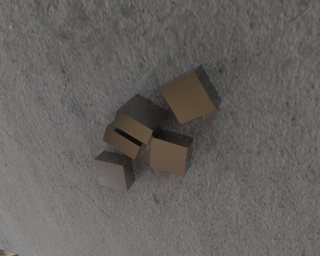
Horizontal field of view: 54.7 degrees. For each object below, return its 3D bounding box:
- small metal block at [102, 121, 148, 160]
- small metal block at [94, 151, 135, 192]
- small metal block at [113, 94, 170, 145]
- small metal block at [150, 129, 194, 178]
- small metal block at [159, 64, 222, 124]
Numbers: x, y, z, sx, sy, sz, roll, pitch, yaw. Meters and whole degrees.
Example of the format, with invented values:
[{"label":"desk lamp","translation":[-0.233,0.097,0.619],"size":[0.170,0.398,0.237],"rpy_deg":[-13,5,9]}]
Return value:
[{"label":"small metal block","translation":[-0.040,0.008,0.415],"size":[0.050,0.050,0.025],"rpy_deg":[31,128,8]},{"label":"small metal block","translation":[-0.070,0.067,0.483],"size":[0.050,0.025,0.050],"rpy_deg":[9,123,23]},{"label":"small metal block","translation":[-0.023,-0.012,0.394],"size":[0.050,0.050,0.025],"rpy_deg":[30,128,8]},{"label":"small metal block","translation":[0.015,0.033,0.418],"size":[0.050,0.025,0.050],"rpy_deg":[16,125,18]},{"label":"small metal block","translation":[0.036,-0.039,0.363],"size":[0.050,0.025,0.050],"rpy_deg":[-22,107,36]}]
